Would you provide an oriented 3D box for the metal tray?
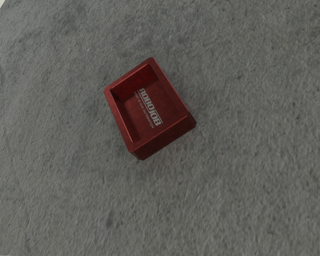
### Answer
[{"bbox_3d":[-0.018,-0.031,0.429,0.090,0.030,0.130,-33,51,6],"label":"metal tray"}]
